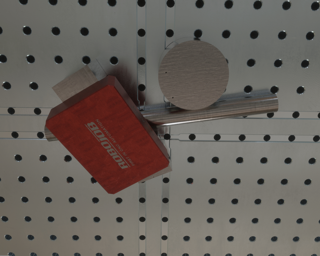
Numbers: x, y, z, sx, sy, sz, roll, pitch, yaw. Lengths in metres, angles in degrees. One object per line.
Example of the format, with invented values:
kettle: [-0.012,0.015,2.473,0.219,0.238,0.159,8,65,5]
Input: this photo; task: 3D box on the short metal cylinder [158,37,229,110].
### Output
short metal cylinder: [0.038,-0.067,0.375,0.081,0.050,0.079,0,110,-1]

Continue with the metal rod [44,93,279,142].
metal rod: [0.000,-0.014,0.409,0.302,0.025,0.025,-7,110,2]

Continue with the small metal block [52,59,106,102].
small metal block: [-0.096,-0.057,0.377,0.050,0.050,0.025,-30,108,10]

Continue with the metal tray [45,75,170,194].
metal tray: [-0.058,0.013,0.373,0.090,0.030,0.130,-29,119,10]

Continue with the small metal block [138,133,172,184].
small metal block: [-0.016,0.042,0.427,0.050,0.025,0.050,-22,109,7]
